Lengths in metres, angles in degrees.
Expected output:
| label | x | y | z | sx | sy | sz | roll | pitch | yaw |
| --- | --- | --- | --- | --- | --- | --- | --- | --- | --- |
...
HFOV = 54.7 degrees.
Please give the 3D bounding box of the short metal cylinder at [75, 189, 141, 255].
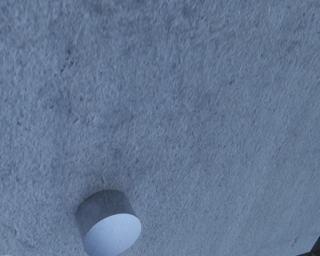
| label | x | y | z | sx | sy | sz | roll | pitch | yaw |
| --- | --- | --- | --- | --- | --- | --- | --- | --- | --- |
| short metal cylinder | -0.073 | 0.134 | 0.435 | 0.081 | 0.050 | 0.079 | -14 | 125 | -21 |
